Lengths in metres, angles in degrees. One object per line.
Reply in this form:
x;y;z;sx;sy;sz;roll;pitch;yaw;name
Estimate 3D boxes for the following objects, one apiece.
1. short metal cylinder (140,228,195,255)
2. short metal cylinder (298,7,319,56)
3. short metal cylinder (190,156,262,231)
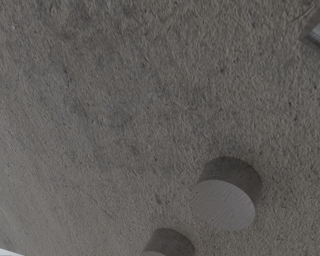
0.012;0.215;0.517;0.080;0.050;0.079;13;124;21;short metal cylinder
0.155;-0.086;0.236;0.050;0.080;0.080;37;129;3;short metal cylinder
0.085;0.084;0.397;0.080;0.050;0.079;13;124;21;short metal cylinder
